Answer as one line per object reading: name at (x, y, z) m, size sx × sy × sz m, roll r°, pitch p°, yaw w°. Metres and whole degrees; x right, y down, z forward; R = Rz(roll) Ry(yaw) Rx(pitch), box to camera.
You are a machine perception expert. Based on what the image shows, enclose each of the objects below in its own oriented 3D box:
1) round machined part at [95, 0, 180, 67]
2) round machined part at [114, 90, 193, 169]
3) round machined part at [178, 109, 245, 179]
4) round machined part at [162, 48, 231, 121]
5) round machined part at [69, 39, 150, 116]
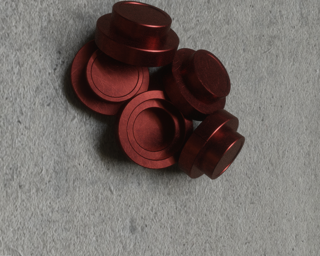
round machined part at (-0.024, -0.115, 0.362) m, size 0.099 × 0.098 × 0.042 m, roll 1°, pitch 132°, yaw -20°
round machined part at (-0.010, 0.002, 0.398) m, size 0.099 × 0.042 × 0.097 m, roll 0°, pitch 90°, yaw -21°
round machined part at (0.072, 0.028, 0.400) m, size 0.042 × 0.098 × 0.098 m, roll 38°, pitch 74°, yaw 26°
round machined part at (0.053, -0.061, 0.399) m, size 0.099 × 0.042 × 0.098 m, roll 21°, pitch 55°, yaw -33°
round machined part at (-0.059, -0.064, 0.381) m, size 0.099 × 0.042 × 0.097 m, roll 0°, pitch 90°, yaw -21°
